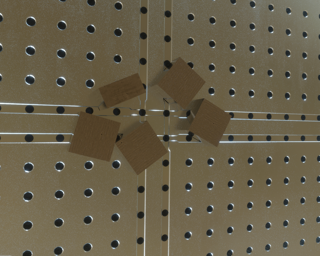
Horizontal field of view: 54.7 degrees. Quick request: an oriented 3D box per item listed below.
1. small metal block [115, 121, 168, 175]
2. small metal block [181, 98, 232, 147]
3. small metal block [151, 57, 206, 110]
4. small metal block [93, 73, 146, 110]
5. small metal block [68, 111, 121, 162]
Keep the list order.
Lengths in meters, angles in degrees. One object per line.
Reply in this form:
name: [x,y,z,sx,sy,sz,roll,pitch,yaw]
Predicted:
small metal block: [-0.027,0.025,0.404,0.050,0.025,0.050,-37,102,-17]
small metal block: [0.066,-0.007,0.438,0.050,0.025,0.050,30,80,-18]
small metal block: [0.025,-0.060,0.423,0.050,0.025,0.050,41,77,-16]
small metal block: [-0.052,-0.044,0.381,0.050,0.050,0.025,-25,99,-19]
small metal block: [-0.082,0.011,0.383,0.050,0.025,0.050,17,84,-20]
